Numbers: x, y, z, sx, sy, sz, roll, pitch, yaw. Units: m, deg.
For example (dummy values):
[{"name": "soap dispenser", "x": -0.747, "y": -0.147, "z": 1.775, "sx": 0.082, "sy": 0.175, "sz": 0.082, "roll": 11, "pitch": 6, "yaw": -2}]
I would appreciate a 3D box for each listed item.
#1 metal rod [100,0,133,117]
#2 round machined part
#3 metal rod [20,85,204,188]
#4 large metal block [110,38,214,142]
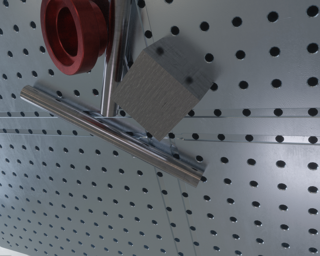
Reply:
[{"name": "metal rod", "x": -0.044, "y": -0.140, "z": 0.347, "sx": 0.025, "sy": 0.025, "sz": 0.298, "roll": 23, "pitch": 127, "yaw": 14}, {"name": "round machined part", "x": -0.099, "y": -0.115, "z": 0.367, "sx": 0.098, "sy": 0.042, "sz": 0.097, "roll": 23, "pitch": 124, "yaw": 41}, {"name": "metal rod", "x": -0.077, "y": 0.008, "z": 0.456, "sx": 0.301, "sy": 0.025, "sz": 0.025, "roll": 26, "pitch": 128, "yaw": 12}, {"name": "large metal block", "x": 0.001, "y": -0.044, "z": 0.367, "sx": 0.080, "sy": 0.050, "sz": 0.080, "roll": 42, "pitch": 129, "yaw": -1}]
